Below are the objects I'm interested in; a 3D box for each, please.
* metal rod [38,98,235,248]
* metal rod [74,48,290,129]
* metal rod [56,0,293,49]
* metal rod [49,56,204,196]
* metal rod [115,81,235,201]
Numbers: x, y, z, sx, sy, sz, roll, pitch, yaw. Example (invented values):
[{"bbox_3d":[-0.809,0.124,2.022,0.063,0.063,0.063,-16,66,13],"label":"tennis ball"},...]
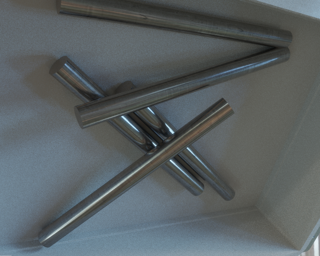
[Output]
[{"bbox_3d":[-0.035,0.061,0.401,0.300,0.025,0.025,-37,130,6],"label":"metal rod"},{"bbox_3d":[0.046,-0.058,0.378,0.302,0.025,0.025,-20,127,-24],"label":"metal rod"},{"bbox_3d":[0.040,-0.120,0.357,0.303,0.025,0.025,-1,119,-28],"label":"metal rod"},{"bbox_3d":[-0.021,0.018,0.409,0.025,0.025,0.300,-44,130,2],"label":"metal rod"},{"bbox_3d":[0.040,0.036,0.454,0.025,0.025,0.300,-44,130,2],"label":"metal rod"}]
